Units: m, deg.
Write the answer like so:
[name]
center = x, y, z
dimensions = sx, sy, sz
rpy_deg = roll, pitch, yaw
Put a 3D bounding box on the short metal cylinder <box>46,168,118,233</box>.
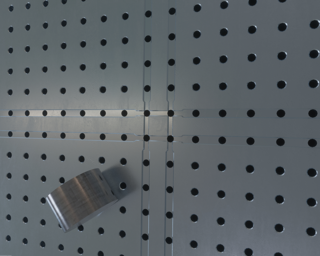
[short metal cylinder]
center = -0.105, 0.098, 0.421
dimensions = 0.080, 0.080, 0.050
rpy_deg = -37, 78, 16
